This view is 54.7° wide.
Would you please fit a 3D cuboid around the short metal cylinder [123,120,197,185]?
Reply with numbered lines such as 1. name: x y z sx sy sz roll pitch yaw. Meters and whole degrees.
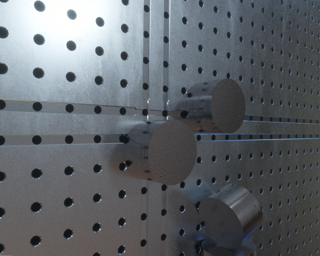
1. short metal cylinder: 0.001 0.030 0.396 0.081 0.050 0.079 0 91 -40

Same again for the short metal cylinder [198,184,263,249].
1. short metal cylinder: 0.105 0.131 0.464 0.050 0.080 0.079 -21 104 -38

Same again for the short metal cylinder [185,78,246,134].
1. short metal cylinder: 0.084 -0.032 0.466 0.081 0.050 0.079 0 90 -40

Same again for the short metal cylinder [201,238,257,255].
1. short metal cylinder: 0.103 0.200 0.463 0.081 0.080 0.050 -3 92 -40
